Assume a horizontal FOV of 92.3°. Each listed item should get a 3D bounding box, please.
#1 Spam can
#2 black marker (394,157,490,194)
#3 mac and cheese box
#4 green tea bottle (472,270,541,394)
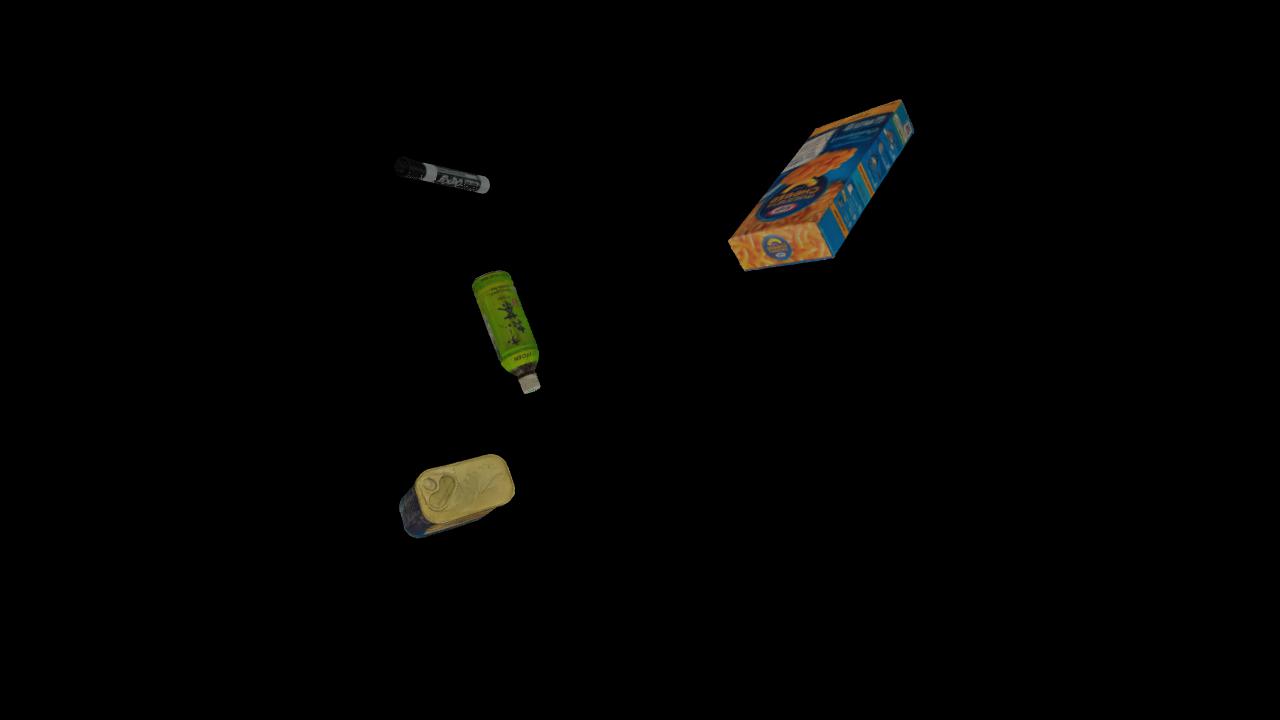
[{"bbox_3d":[-0.200,0.149,0.666,0.101,0.058,0.085,-9,-20,-38],"label":"Spam can"},{"bbox_3d":[-0.198,-0.186,0.623,0.020,0.020,0.121,0,6,26],"label":"black marker"},{"bbox_3d":[0.163,-0.155,0.545,0.093,0.041,0.184,1,45,49],"label":"mac and cheese box"},{"bbox_3d":[-0.220,-0.044,1.045,0.073,0.212,0.073,-21,-9,-3],"label":"green tea bottle"}]
